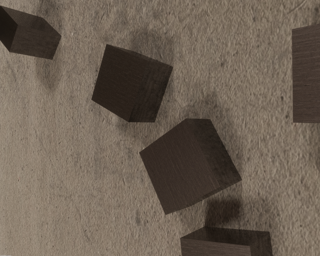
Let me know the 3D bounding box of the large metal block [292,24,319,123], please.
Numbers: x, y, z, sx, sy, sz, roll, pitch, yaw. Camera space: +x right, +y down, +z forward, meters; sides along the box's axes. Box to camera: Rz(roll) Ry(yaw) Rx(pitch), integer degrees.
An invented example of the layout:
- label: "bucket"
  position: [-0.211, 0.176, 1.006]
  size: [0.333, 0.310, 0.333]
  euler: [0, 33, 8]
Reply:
- label: "large metal block"
  position: [0.159, -0.045, 0.257]
  size: [0.080, 0.050, 0.079]
  euler: [-1, 90, 39]

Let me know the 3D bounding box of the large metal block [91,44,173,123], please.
- label: "large metal block"
  position: [-0.039, -0.060, 0.419]
  size: [0.080, 0.050, 0.079]
  euler: [30, 108, 35]

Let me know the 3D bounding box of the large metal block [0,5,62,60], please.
- label: "large metal block"
  position: [-0.242, -0.172, 0.565]
  size: [0.080, 0.081, 0.050]
  euler: [44, 116, 31]

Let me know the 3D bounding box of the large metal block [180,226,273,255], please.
- label: "large metal block"
  position: [0.073, 0.154, 0.328]
  size: [0.080, 0.050, 0.080]
  euler: [-10, 84, 39]

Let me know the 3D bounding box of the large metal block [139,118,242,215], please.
- label: "large metal block"
  position: [0.033, 0.044, 0.360]
  size: [0.080, 0.050, 0.080]
  euler: [-37, 67, 33]
